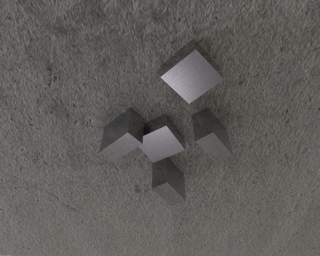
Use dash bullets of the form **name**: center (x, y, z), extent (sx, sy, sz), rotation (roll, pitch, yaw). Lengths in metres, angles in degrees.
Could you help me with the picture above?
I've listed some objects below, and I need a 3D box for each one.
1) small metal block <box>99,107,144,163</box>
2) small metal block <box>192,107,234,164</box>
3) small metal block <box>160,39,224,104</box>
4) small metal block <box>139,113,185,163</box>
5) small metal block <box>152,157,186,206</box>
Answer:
- **small metal block**: center (-0.048, 0.009, 0.398), extent (0.050, 0.050, 0.025), rotation (-34, 122, 25)
- **small metal block**: center (0.067, 0.010, 0.400), extent (0.025, 0.050, 0.050), rotation (-30, 124, 23)
- **small metal block**: center (0.036, -0.063, 0.354), extent (0.050, 0.025, 0.050), rotation (-35, 122, 26)
- **small metal block**: center (-0.001, 0.015, 0.420), extent (0.050, 0.025, 0.050), rotation (-25, 126, 19)
- **small metal block**: center (0.013, 0.079, 0.458), extent (0.025, 0.050, 0.050), rotation (-27, 125, 21)
